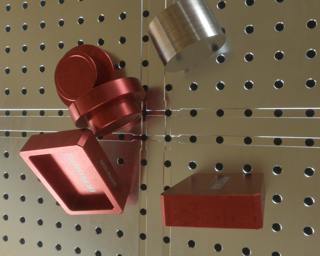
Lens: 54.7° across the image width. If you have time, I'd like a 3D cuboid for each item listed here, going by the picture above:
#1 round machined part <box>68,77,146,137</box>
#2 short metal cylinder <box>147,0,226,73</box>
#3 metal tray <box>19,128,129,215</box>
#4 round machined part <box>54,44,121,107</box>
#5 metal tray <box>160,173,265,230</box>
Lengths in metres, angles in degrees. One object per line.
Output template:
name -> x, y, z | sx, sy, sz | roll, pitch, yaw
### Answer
round machined part -> -0.061, -0.022, 0.394 | 0.098, 0.098, 0.042 | -29, 83, 17
short metal cylinder -> 0.032, -0.109, 0.372 | 0.080, 0.080, 0.050 | -28, 81, 17
metal tray -> -0.107, 0.062, 0.405 | 0.090, 0.030, 0.129 | -7, 128, 19
round machined part -> -0.109, -0.071, 0.441 | 0.098, 0.042, 0.097 | 0, 90, 19
metal tray -> 0.064, 0.073, 0.334 | 0.090, 0.130, 0.030 | -4, 89, 20
